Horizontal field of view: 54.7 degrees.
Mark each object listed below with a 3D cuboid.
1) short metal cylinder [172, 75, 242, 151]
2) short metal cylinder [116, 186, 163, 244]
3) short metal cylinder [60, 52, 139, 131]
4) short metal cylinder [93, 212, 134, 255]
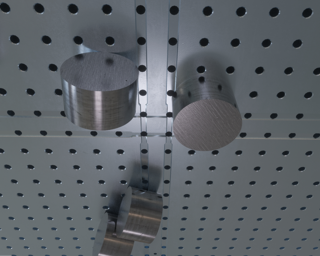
[{"bbox_3d":[0.055,-0.017,0.381,0.081,0.050,0.079,0,130,0],"label":"short metal cylinder"},{"bbox_3d":[-0.034,0.138,0.493,0.050,0.080,0.079,17,128,-14],"label":"short metal cylinder"},{"bbox_3d":[-0.065,-0.042,0.339,0.081,0.080,0.050,5,130,-4],"label":"short metal cylinder"},{"bbox_3d":[-0.080,0.193,0.539,0.050,0.080,0.079,19,128,-16],"label":"short metal cylinder"}]
